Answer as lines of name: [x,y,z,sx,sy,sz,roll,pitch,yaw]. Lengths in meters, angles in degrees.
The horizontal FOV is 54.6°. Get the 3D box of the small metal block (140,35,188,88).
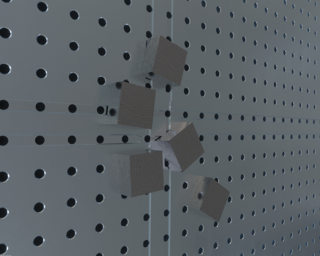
small metal block: [0.006,-0.087,0.413,0.050,0.025,0.050,20,78,-38]

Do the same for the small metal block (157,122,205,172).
small metal block: [0.030,0.026,0.433,0.050,0.025,0.050,-37,113,-34]

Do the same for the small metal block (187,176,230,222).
small metal block: [0.075,0.108,0.471,0.050,0.025,0.050,39,66,-33]

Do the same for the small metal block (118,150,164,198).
small metal block: [-0.023,0.055,0.389,0.050,0.025,0.050,-5,93,-40]

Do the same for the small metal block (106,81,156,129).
small metal block: [-0.035,-0.026,0.379,0.050,0.025,0.050,10,84,-40]
